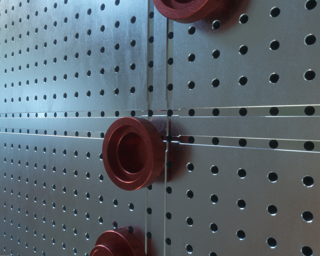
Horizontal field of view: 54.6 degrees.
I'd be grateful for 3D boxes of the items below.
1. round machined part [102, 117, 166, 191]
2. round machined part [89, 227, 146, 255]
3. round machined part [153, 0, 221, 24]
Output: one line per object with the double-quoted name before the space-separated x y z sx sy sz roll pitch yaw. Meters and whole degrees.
"round machined part" -0.031 0.034 0.425 0.098 0.042 0.097 0 90 40
"round machined part" -0.067 0.201 0.455 0.098 0.042 0.097 0 90 40
"round machined part" 0.040 -0.173 0.366 0.098 0.042 0.097 0 90 40
